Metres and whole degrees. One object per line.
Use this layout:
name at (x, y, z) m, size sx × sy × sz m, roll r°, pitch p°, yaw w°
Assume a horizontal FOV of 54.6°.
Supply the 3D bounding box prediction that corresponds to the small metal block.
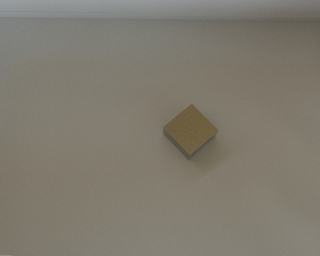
small metal block at (0.040, 0.005, 0.408) m, size 0.050 × 0.025 × 0.050 m, roll -40°, pitch 75°, yaw -13°
